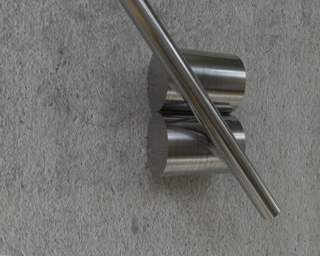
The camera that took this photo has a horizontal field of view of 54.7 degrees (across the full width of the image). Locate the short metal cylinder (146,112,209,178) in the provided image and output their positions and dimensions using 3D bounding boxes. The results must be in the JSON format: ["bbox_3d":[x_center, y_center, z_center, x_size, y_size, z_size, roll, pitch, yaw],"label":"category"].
[{"bbox_3d":[0.019,0.021,0.388,0.050,0.080,0.079,1,90,-20],"label":"short metal cylinder"}]

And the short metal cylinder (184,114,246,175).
[{"bbox_3d":[0.067,0.021,0.406,0.050,0.080,0.079,1,90,-20],"label":"short metal cylinder"}]

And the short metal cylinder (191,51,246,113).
[{"bbox_3d":[0.067,-0.059,0.406,0.050,0.080,0.079,1,90,-20],"label":"short metal cylinder"}]

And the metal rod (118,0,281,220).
[{"bbox_3d":[0.050,-0.018,0.344,0.025,0.025,0.299,-38,103,-16],"label":"metal rod"}]

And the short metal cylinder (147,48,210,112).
[{"bbox_3d":[0.020,-0.060,0.389,0.050,0.080,0.079,1,90,-20],"label":"short metal cylinder"}]
